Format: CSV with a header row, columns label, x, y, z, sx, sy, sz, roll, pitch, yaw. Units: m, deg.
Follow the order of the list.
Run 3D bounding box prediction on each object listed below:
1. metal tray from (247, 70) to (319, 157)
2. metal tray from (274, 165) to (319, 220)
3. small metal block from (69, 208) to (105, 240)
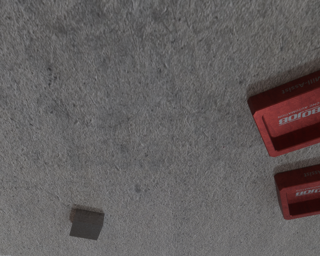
label,x,y,z,sx,sy,sz,roll,pitch,yaw
metal tray,0.188,-0.020,0.388,0.130,0.030,0.090,-22,127,17
metal tray,0.255,0.098,0.489,0.130,0.030,0.090,-15,129,12
small metal block,-0.130,0.173,0.553,0.050,0.025,0.050,14,129,-12
